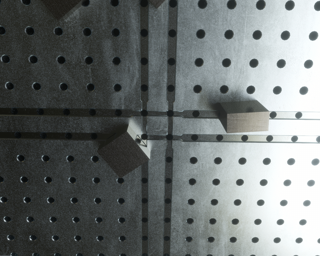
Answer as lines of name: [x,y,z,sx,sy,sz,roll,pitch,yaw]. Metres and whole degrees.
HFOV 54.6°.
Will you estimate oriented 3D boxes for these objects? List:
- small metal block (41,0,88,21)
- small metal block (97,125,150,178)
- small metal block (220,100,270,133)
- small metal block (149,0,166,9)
small metal block: [-0.112,-0.159,0.354,0.050,0.025,0.050,-35,107,12]
small metal block: [-0.049,0.032,0.425,0.050,0.025,0.050,-34,107,11]
small metal block: [0.106,-0.015,0.395,0.050,0.050,0.025,-3,110,1]
small metal block: [-0.003,-0.172,0.350,0.050,0.025,0.050,-42,105,14]
